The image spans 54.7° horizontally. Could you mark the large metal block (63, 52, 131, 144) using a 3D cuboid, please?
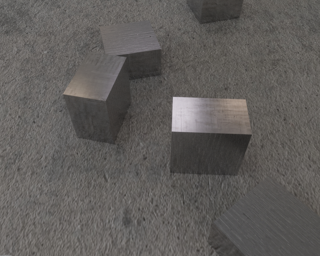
[{"bbox_3d":[-0.075,-0.038,0.399,0.050,0.080,0.080,10,51,8],"label":"large metal block"}]

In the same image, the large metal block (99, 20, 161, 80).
[{"bbox_3d":[-0.047,-0.122,0.489,0.081,0.050,0.080,-11,51,-9],"label":"large metal block"}]

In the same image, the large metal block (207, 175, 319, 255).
[{"bbox_3d":[0.105,0.107,0.298,0.080,0.050,0.080,-32,57,-24],"label":"large metal block"}]

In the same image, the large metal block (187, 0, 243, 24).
[{"bbox_3d":[0.104,-0.250,0.597,0.081,0.050,0.080,-12,51,-10],"label":"large metal block"}]

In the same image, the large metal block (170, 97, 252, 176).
[{"bbox_3d":[0.053,0.011,0.358,0.080,0.080,0.050,2,50,2],"label":"large metal block"}]
